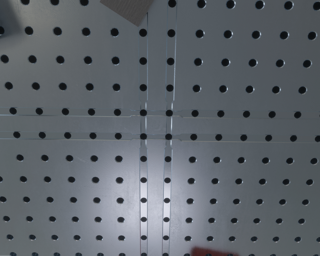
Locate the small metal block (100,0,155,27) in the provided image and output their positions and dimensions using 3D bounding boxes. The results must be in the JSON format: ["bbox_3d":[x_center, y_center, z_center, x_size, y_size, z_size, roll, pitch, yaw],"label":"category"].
[{"bbox_3d":[-0.033,-0.153,0.357,0.050,0.025,0.050,31,107,-11],"label":"small metal block"}]
